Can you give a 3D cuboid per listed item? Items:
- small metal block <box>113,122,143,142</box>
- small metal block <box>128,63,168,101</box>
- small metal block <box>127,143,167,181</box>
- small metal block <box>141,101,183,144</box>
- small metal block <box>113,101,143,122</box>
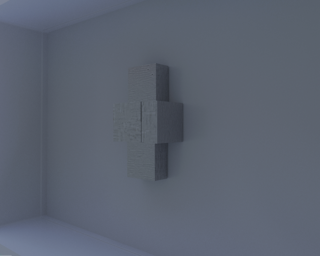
[{"bbox_3d":[-0.026,0.005,0.410,0.050,0.050,0.025,0,90,40],"label":"small metal block"},{"bbox_3d":[-0.016,-0.058,0.418,0.050,0.025,0.050,0,90,40],"label":"small metal block"},{"bbox_3d":[-0.018,0.043,0.419,0.050,0.025,0.050,0,90,40],"label":"small metal block"},{"bbox_3d":[0.003,-0.007,0.386,0.025,0.050,0.050,0,90,40],"label":"small metal block"},{"bbox_3d":[-0.026,-0.020,0.410,0.050,0.050,0.025,0,90,40],"label":"small metal block"}]
